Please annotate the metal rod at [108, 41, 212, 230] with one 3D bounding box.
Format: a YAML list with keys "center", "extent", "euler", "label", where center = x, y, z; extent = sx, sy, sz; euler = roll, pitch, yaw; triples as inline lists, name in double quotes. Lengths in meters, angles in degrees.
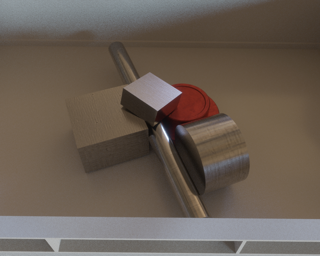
- center: [-0.014, -0.015, 0.389]
  extent: [0.025, 0.025, 0.300]
  euler: [-16, 52, -13]
  label: "metal rod"

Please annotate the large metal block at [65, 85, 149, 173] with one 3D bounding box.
- center: [-0.065, -0.001, 0.384]
  extent: [0.081, 0.050, 0.080]
  euler: [-16, 52, -13]
  label: "large metal block"

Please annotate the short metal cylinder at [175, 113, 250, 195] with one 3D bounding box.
- center: [0.055, 0.028, 0.344]
  extent: [0.050, 0.080, 0.080]
  euler: [-16, 52, -13]
  label: "short metal cylinder"

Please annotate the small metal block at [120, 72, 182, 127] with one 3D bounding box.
- center: [-0.010, -0.035, 0.370]
  extent: [0.050, 0.025, 0.050]
  euler: [35, 46, 17]
  label: "small metal block"

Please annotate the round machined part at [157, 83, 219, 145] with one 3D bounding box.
- center: [0.030, -0.021, 0.410]
  extent: [0.099, 0.042, 0.098]
  euler: [0, 50, 0]
  label: "round machined part"
